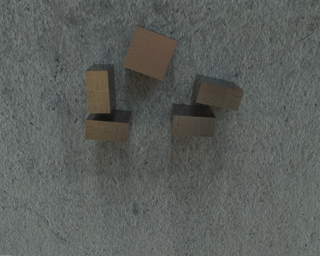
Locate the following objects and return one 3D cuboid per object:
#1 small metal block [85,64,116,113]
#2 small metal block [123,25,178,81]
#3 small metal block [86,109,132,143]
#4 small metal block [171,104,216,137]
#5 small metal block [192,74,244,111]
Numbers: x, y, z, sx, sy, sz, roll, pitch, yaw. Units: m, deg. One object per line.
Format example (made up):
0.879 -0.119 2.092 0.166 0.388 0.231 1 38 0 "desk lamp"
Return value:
-0.071 -0.049 0.378 0.025 0.050 0.050 -1 110 0 "small metal block"
-0.012 -0.091 0.376 0.050 0.025 0.050 19 109 -7 "small metal block"
-0.064 -0.005 0.394 0.050 0.050 0.025 5 110 -2 "small metal block"
0.040 -0.011 0.393 0.050 0.050 0.025 4 110 -2 "small metal block"
0.069 -0.045 0.381 0.050 0.050 0.025 12 110 -5 "small metal block"
